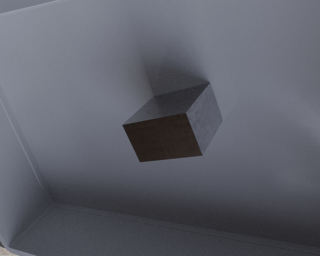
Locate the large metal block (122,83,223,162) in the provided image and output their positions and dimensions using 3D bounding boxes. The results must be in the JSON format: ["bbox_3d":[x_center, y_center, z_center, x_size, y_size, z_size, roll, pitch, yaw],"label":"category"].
[{"bbox_3d":[0.018,-0.007,0.360,0.080,0.080,0.050,-10,113,32],"label":"large metal block"}]
